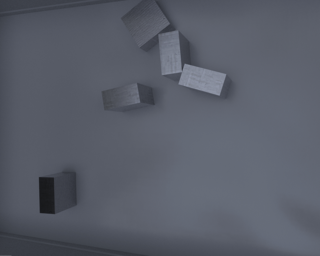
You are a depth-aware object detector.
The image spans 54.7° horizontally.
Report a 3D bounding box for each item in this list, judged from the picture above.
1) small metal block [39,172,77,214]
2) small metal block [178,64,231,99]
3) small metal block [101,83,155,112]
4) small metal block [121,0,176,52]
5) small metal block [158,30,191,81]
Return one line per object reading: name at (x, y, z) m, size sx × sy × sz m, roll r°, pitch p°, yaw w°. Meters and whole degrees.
small metal block at (-0.146, 0.092, 0.447) m, size 0.025 × 0.050 × 0.050 m, roll -2°, pitch 90°, yaw 20°
small metal block at (0.056, -0.056, 0.377) m, size 0.050 × 0.050 × 0.025 m, roll 18°, pitch 96°, yaw 18°
small metal block at (-0.041, -0.039, 0.411) m, size 0.050 × 0.050 × 0.025 m, roll -11°, pitch 87°, yaw 19°
small metal block at (-0.016, -0.140, 0.415) m, size 0.050 × 0.025 × 0.050 m, roll -34°, pitch 79°, yaw 16°
small metal block at (0.020, -0.089, 0.389) m, size 0.025 × 0.050 × 0.050 m, roll -5°, pitch 88°, yaw 20°
